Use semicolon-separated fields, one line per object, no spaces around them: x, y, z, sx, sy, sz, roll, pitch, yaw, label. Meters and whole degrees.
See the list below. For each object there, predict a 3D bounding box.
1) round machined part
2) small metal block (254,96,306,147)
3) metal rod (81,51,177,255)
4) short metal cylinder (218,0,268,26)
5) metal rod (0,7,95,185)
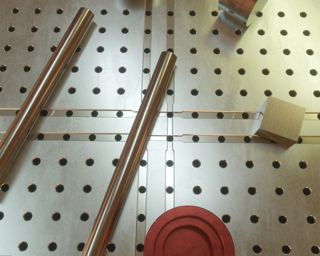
0.031;0.140;0.352;0.099;0.042;0.098;0;70;0;round machined part
0.161;-0.009;0.416;0.050;0.025;0.050;21;71;7;small metal block
-0.035;0.029;0.400;0.025;0.025;0.300;18;71;6;metal rod
0.130;-0.199;0.456;0.050;0.080;0.080;36;74;12;short metal cylinder
-0.166;-0.045;0.426;0.025;0.025;0.300;20;71;7;metal rod
